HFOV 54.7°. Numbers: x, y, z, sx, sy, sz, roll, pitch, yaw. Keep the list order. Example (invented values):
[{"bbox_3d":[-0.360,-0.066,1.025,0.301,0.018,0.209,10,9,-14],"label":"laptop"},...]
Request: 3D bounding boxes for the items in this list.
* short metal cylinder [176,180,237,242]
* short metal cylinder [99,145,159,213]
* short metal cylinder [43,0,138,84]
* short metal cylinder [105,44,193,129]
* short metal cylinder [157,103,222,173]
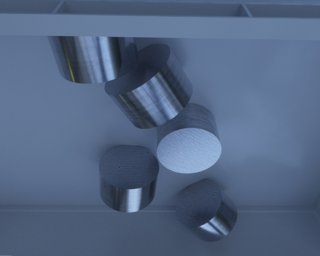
[{"bbox_3d":[0.073,0.129,0.484,0.080,0.080,0.050,-29,125,22],"label":"short metal cylinder"},{"bbox_3d":[-0.044,0.069,0.431,0.081,0.080,0.050,5,130,-5],"label":"short metal cylinder"},{"bbox_3d":[-0.064,-0.086,0.299,0.080,0.080,0.050,-4,130,2],"label":"short metal cylinder"},{"bbox_3d":[-0.012,-0.045,0.334,0.080,0.080,0.050,-24,126,18],"label":"short metal cylinder"},{"bbox_3d":[0.036,0.014,0.405,0.081,0.050,0.079,0,130,0],"label":"short metal cylinder"}]
